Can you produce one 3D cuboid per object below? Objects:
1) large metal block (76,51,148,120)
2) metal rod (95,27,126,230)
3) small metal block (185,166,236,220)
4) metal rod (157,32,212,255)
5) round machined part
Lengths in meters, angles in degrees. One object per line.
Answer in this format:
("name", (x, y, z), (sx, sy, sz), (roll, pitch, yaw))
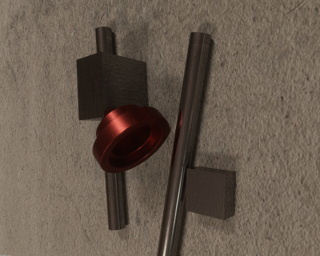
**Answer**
("large metal block", (-0.062, -0.051, 0.418), (0.050, 0.081, 0.080), (-5, 87, 40))
("metal rod", (-0.075, -0.002, 0.463), (0.025, 0.025, 0.298), (-8, 85, 39))
("small metal block", (0.058, 0.073, 0.356), (0.050, 0.025, 0.050), (3, 92, 39))
("metal rod", (0.027, 0.037, 0.381), (0.025, 0.025, 0.298), (14, 99, 39))
("round machined part", (-0.040, 0.009, 0.389), (0.042, 0.099, 0.097), (51, 120, 27))
